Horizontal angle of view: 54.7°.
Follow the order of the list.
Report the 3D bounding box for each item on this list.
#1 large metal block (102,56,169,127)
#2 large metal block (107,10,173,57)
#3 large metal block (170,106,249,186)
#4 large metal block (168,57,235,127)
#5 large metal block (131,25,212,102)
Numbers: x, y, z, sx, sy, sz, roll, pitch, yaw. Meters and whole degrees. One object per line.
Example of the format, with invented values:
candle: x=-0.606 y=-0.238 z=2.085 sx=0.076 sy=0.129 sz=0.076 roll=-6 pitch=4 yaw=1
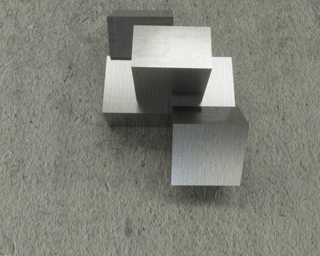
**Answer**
large metal block: x=-0.029 y=-0.047 z=0.411 sx=0.081 sy=0.050 sz=0.080 roll=1 pitch=70 yaw=0
large metal block: x=-0.024 y=-0.130 z=0.421 sx=0.081 sy=0.050 sz=0.080 roll=0 pitch=26 yaw=0
large metal block: x=0.054 y=0.021 z=0.367 sx=0.081 sy=0.079 sz=0.050 roll=1 pitch=26 yaw=-1
large metal block: x=0.052 y=-0.047 z=0.412 sx=0.081 sy=0.050 sz=0.080 roll=1 pitch=70 yaw=0
large metal block: x=0.012 y=-0.070 z=0.353 sx=0.081 sy=0.080 sz=0.050 roll=1 pitch=70 yaw=0
